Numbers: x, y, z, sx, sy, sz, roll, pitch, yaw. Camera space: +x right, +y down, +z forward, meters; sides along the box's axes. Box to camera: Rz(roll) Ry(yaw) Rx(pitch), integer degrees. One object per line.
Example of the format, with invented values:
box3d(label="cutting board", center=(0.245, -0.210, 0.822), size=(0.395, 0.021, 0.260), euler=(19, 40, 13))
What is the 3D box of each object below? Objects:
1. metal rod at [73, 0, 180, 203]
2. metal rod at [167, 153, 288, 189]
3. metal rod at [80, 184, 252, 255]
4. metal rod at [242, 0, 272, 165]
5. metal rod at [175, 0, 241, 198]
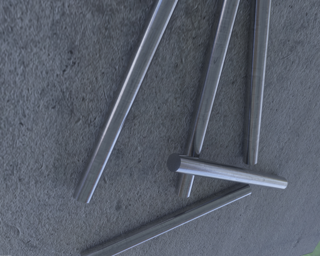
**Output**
box3d(label="metal rod", center=(-0.040, -0.037, 0.361), size=(0.025, 0.025, 0.298), euler=(13, 112, -34))
box3d(label="metal rod", center=(0.127, 0.076, 0.501), size=(0.302, 0.025, 0.025), euler=(16, 110, -41))
box3d(label="metal rod", center=(0.021, 0.154, 0.512), size=(0.302, 0.025, 0.025), euler=(-19, 126, -18))
box3d(label="metal rod", center=(0.136, -0.068, 0.438), size=(0.025, 0.025, 0.298), euler=(-20, 126, -17))
box3d(label="metal rod", center=(0.059, -0.029, 0.421), size=(0.025, 0.025, 0.298), euler=(-5, 121, -26))
